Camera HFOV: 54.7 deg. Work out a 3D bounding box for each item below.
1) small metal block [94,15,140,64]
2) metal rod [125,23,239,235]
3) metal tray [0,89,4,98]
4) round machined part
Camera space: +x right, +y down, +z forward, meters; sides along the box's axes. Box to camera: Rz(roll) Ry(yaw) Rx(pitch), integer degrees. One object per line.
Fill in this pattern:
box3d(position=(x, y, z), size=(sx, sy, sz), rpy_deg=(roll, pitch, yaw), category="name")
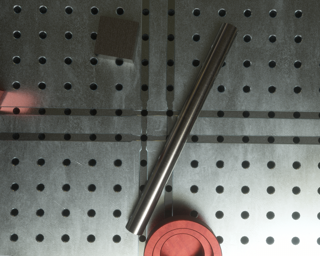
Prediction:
box3d(position=(-0.056, -0.117, 0.413), size=(0.050, 0.025, 0.050), rpy_deg=(10, 90, 0), category="small metal block")
box3d(position=(0.029, 0.001, 0.413), size=(0.025, 0.025, 0.299), rpy_deg=(25, 90, 0), category="metal rod")
box3d(position=(-0.276, -0.066, 0.378), size=(0.130, 0.090, 0.030), rpy_deg=(27, 90, 0), category="metal tray")
box3d(position=(0.029, 0.162, 0.405), size=(0.099, 0.042, 0.097), rpy_deg=(0, 90, 0), category="round machined part")
